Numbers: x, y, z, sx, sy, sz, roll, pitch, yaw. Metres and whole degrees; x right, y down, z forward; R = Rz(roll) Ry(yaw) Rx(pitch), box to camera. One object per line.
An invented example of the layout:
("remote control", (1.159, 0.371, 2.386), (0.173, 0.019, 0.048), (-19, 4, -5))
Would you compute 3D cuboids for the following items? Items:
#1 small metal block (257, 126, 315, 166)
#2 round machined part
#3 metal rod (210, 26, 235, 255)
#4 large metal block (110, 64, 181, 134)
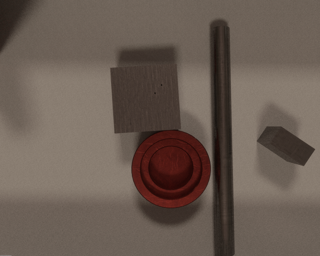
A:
("small metal block", (0.161, 0.022, 0.401), (0.050, 0.050, 0.025), (34, 90, -1))
("round machined part", (0.014, 0.050, 0.403), (0.099, 0.042, 0.097), (0, 90, -1))
("metal rod", (0.083, 0.017, 0.412), (0.025, 0.025, 0.298), (-1, 90, -1))
("large metal block", (-0.017, -0.036, 0.399), (0.081, 0.050, 0.079), (-4, 90, -1))
